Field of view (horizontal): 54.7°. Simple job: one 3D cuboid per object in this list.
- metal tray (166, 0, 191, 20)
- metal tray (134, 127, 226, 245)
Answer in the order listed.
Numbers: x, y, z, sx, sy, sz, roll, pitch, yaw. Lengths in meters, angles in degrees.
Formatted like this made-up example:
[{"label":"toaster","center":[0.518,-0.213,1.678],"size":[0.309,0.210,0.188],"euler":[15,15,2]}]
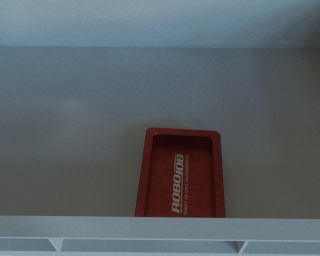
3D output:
[{"label":"metal tray","center":[0.046,-0.252,0.550],"size":[0.030,0.089,0.130],"euler":[22,31,-6]},{"label":"metal tray","center":[0.024,0.060,0.351],"size":[0.091,0.030,0.130],"euler":[3,50,3]}]
